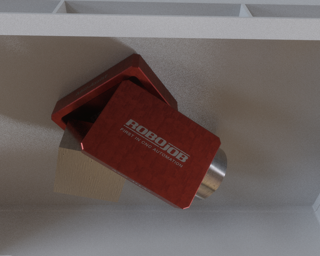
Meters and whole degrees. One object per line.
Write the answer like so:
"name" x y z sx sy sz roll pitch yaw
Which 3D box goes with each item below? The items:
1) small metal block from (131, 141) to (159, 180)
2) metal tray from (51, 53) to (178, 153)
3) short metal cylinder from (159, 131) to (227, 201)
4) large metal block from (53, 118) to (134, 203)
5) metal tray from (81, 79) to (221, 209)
"small metal block" -0.026 0.048 0.448 0.050 0.025 0.050 -23 127 18
"metal tray" -0.055 -0.022 0.384 0.130 0.030 0.090 -27 126 21
"short metal cylinder" 0.042 0.050 0.415 0.050 0.080 0.080 32 123 -25
"large metal block" -0.081 0.042 0.383 0.081 0.050 0.079 13 129 -11
"metal tray" -0.008 0.019 0.342 0.130 0.090 0.030 32 162 -8
